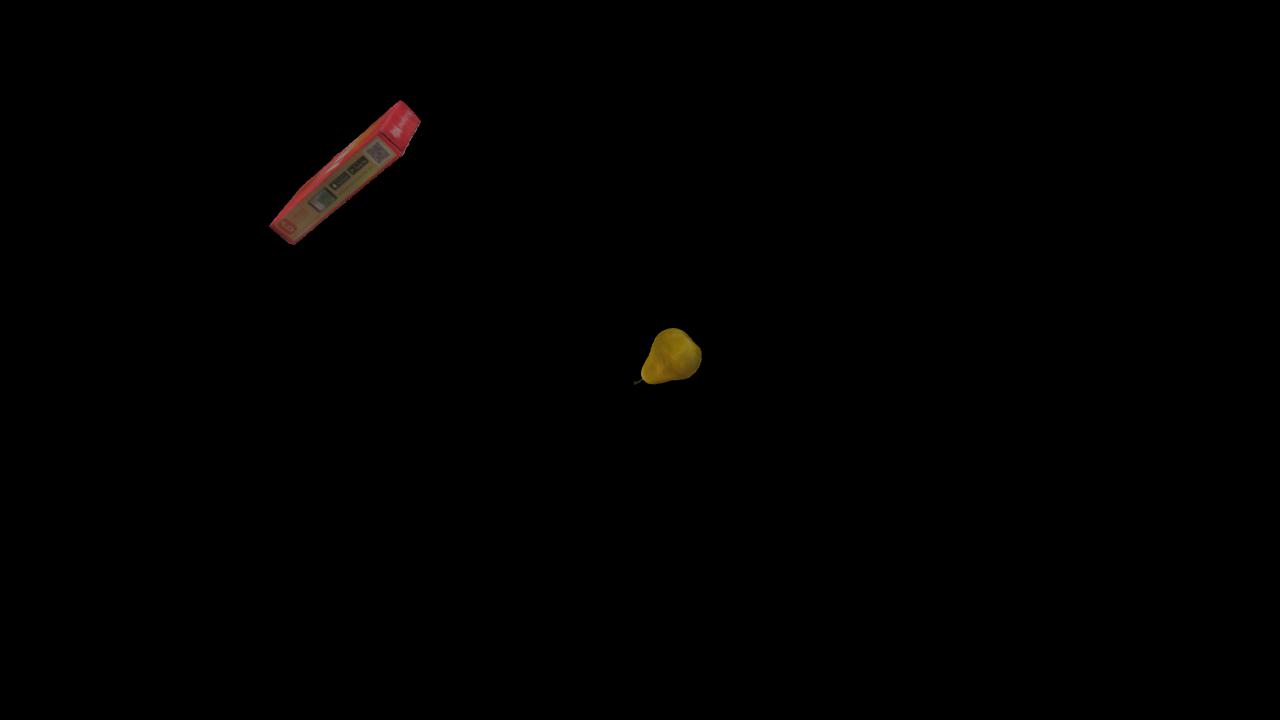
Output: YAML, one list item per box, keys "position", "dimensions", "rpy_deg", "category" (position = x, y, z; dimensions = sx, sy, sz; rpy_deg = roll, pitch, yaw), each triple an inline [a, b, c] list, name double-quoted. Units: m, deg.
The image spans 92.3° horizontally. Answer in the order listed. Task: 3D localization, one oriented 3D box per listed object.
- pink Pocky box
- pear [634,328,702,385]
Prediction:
- position: [-0.279, -0.178, 0.585]
  dimensions: [0.155, 0.084, 0.029]
  rpy_deg: [-30, -53, 19]
  category: "pink Pocky box"
- position: [0.036, 0.007, 0.909]
  dimensions: [0.080, 0.111, 0.080]
  rpy_deg: [44, 8, -8]
  category: "pear"
